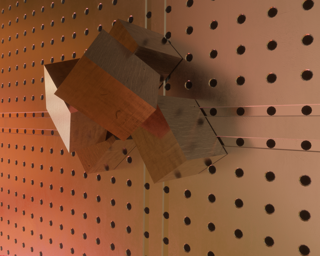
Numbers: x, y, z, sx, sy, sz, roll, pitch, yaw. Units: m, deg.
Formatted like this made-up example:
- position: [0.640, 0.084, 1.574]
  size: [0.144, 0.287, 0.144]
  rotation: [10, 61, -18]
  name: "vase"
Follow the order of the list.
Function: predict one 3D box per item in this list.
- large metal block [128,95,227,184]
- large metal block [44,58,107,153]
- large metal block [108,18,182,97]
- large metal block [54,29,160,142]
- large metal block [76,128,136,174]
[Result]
- position: [0.019, 0.011, 0.355]
  size: [0.050, 0.081, 0.080]
  rotation: [-41, 65, 32]
  name: "large metal block"
- position: [-0.106, -0.029, 0.392]
  size: [0.080, 0.050, 0.079]
  rotation: [55, 147, 25]
  name: "large metal block"
- position: [-0.033, -0.082, 0.397]
  size: [0.080, 0.081, 0.050]
  rotation: [-49, 61, 29]
  name: "large metal block"
- position: [-0.048, -0.046, 0.319]
  size: [0.050, 0.080, 0.080]
  rotation: [-44, 21, 26]
  name: "large metal block"
- position: [-0.085, 0.010, 0.460]
  size: [0.080, 0.050, 0.080]
  rotation: [-47, 63, 29]
  name: "large metal block"
